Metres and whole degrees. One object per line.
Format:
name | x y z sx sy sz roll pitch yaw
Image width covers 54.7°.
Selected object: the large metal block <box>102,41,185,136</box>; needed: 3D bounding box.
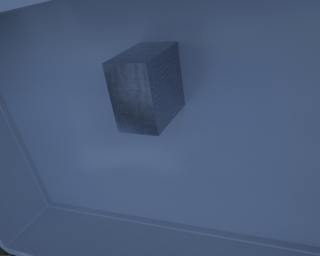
large metal block | -0.013 -0.047 0.350 0.050 0.080 0.079 5 121 25
